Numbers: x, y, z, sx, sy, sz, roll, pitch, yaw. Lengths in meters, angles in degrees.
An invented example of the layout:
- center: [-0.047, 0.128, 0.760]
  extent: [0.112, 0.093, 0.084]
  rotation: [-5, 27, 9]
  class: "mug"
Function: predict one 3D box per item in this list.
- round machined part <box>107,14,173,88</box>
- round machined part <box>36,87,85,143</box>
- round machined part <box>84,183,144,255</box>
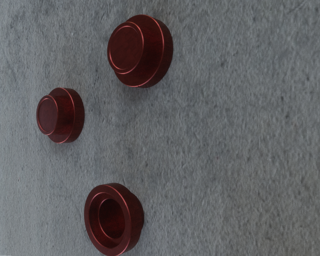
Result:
- center: [-0.034, -0.104, 0.420]
  extent: [0.098, 0.042, 0.097]
  rotation: [0, 90, 39]
  class: "round machined part"
- center: [-0.178, -0.022, 0.538]
  extent: [0.098, 0.042, 0.097]
  rotation: [0, 90, 39]
  class: "round machined part"
- center: [-0.061, 0.127, 0.442]
  extent: [0.098, 0.042, 0.097]
  rotation: [0, 90, 39]
  class: "round machined part"
